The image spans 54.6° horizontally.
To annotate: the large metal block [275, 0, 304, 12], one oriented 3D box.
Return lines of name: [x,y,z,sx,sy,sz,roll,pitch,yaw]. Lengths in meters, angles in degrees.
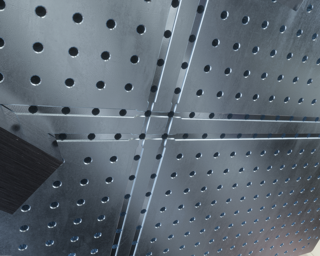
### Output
large metal block: [0.157,-0.185,0.339,0.080,0.050,0.080,-59,170,14]

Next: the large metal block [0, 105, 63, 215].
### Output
large metal block: [-0.164,0.032,0.325,0.080,0.050,0.080,-46,129,3]
